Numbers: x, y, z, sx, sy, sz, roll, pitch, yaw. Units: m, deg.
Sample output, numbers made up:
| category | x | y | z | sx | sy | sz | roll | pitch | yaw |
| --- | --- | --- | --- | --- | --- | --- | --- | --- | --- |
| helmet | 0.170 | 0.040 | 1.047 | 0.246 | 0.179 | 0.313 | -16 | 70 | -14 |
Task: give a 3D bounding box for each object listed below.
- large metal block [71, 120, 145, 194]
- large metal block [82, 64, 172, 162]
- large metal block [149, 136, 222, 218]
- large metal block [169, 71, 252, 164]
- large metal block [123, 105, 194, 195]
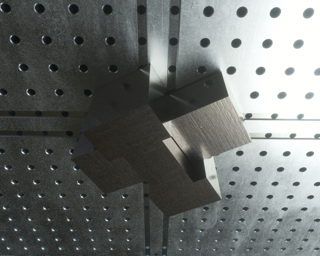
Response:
| category | x | y | z | sx | sy | sz | roll | pitch | yaw |
| --- | --- | --- | --- | --- | --- | --- | --- | --- | --- |
| large metal block | -0.060 | 0.038 | 0.428 | 0.080 | 0.050 | 0.080 | -21 | 127 | 17 |
| large metal block | -0.035 | -0.018 | 0.359 | 0.080 | 0.080 | 0.050 | -22 | 126 | 18 |
| large metal block | 0.033 | 0.066 | 0.432 | 0.080 | 0.080 | 0.050 | -23 | 126 | 17 |
| large metal block | 0.057 | -0.010 | 0.386 | 0.080 | 0.050 | 0.080 | -23 | 129 | 18 |
| large metal block | 0.000 | 0.024 | 0.395 | 0.050 | 0.080 | 0.080 | -23 | 127 | 18 |
